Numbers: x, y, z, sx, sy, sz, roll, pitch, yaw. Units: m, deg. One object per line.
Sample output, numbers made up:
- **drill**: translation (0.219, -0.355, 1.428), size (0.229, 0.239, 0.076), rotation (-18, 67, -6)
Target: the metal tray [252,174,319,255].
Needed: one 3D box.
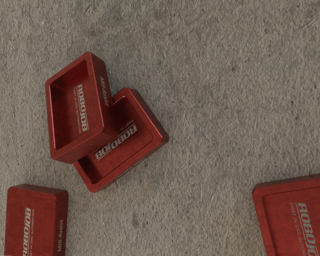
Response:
- **metal tray**: translation (0.164, 0.122, 0.348), size (0.090, 0.030, 0.129), rotation (-14, 85, 19)

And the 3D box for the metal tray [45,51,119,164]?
- **metal tray**: translation (-0.109, -0.028, 0.416), size (0.090, 0.030, 0.130), rotation (-28, 59, 21)

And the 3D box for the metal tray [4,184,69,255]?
- **metal tray**: translation (-0.190, 0.157, 0.473), size (0.090, 0.030, 0.129), rotation (4, 91, 19)

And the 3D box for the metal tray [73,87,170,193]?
- **metal tray**: translation (-0.064, 0.017, 0.428), size (0.130, 0.030, 0.090), rotation (-38, 78, 16)
